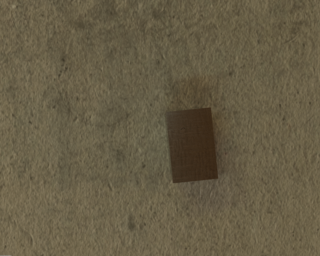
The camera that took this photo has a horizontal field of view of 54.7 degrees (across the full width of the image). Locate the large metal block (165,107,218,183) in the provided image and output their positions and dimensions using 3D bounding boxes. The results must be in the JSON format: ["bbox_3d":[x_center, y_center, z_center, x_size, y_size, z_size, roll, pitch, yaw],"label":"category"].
[{"bbox_3d":[0.035,0.019,0.383,0.050,0.080,0.079,-6,90,0],"label":"large metal block"}]
